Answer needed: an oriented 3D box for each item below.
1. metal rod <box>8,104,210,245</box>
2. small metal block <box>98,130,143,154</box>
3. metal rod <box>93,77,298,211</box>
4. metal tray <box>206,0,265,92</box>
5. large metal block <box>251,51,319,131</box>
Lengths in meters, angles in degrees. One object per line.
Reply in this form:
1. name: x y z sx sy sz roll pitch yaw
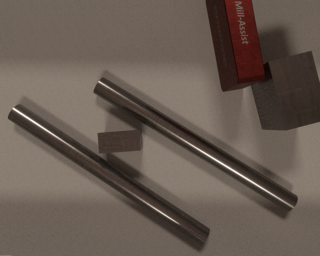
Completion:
1. metal rod: -0.066 0.062 0.410 0.301 0.025 0.025 33 90 -1
2. small metal block: -0.049 0.017 0.398 0.050 0.050 0.025 -4 90 -1
3. metal rod: 0.047 0.022 0.412 0.301 0.025 0.025 31 90 -1
4. metal tray: 0.088 -0.115 0.380 0.030 0.090 0.129 -10 90 0
5. large metal block: 0.155 -0.042 0.386 0.050 0.080 0.080 -15 90 0
